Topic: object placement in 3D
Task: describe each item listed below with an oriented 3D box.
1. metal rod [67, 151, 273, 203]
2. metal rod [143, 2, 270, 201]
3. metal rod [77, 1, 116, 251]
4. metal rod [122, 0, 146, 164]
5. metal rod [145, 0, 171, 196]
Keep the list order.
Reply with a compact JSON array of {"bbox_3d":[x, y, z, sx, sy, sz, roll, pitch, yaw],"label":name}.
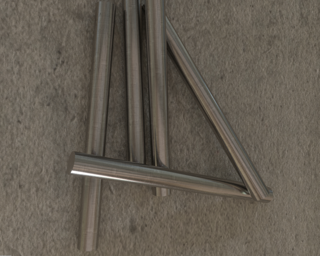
[{"bbox_3d":[0.035,0.069,0.397,0.302,0.025,0.025,14,85,-29],"label":"metal rod"},{"bbox_3d":[0.063,-0.035,0.416,0.025,0.025,0.299,-32,95,-17],"label":"metal rod"},{"bbox_3d":[-0.077,-0.003,0.380,0.025,0.025,0.298,5,89,-20],"label":"metal rod"},{"bbox_3d":[-0.034,-0.094,0.396,0.025,0.025,0.298,-2,91,-20],"label":"metal rod"},{"bbox_3d":[-0.003,-0.061,0.391,0.025,0.025,0.298,-5,98,-20],"label":"metal rod"}]
